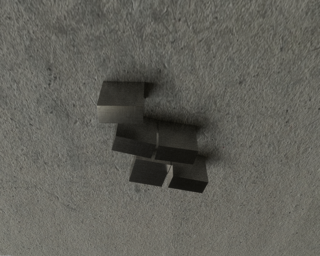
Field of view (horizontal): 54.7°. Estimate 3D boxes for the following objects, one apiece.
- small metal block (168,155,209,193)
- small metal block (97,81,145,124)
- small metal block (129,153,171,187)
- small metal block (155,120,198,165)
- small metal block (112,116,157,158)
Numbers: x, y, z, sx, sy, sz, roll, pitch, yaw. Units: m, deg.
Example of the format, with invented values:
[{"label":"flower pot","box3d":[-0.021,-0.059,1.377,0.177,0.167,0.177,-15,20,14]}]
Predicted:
[{"label":"small metal block","box3d":[0.039,0.062,0.444,0.050,0.050,0.025,11,129,-10]},{"label":"small metal block","box3d":[-0.044,-0.031,0.364,0.050,0.050,0.025,1,130,-1]},{"label":"small metal block","box3d":[-0.015,0.058,0.456,0.050,0.025,0.050,11,129,-10]},{"label":"small metal block","box3d":[0.020,0.018,0.406,0.050,0.050,0.025,9,130,-8]},{"label":"small metal block","box3d":[-0.032,0.008,0.397,0.050,0.050,0.025,13,129,-11]}]
